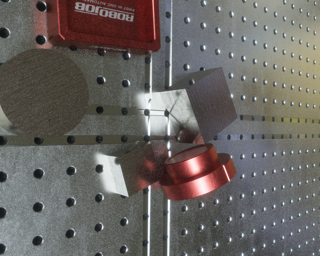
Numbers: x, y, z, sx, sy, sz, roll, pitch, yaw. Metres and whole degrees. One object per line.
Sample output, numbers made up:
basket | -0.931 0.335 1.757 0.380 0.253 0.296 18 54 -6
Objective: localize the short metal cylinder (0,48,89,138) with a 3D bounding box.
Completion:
short metal cylinder | -0.116 -0.031 0.295 0.081 0.050 0.080 0 90 -40

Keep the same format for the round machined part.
round machined part | 0.044 0.051 0.400 0.099 0.098 0.042 -25 96 -37

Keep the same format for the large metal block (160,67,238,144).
large metal block | 0.057 -0.032 0.440 0.081 0.050 0.080 -34 111 -35

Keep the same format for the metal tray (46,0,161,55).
metal tray | -0.060 -0.136 0.354 0.131 0.030 0.089 -5 93 -40

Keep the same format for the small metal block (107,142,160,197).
small metal block | -0.032 0.050 0.383 0.050 0.025 0.050 -22 104 -38
